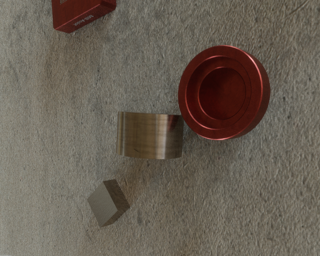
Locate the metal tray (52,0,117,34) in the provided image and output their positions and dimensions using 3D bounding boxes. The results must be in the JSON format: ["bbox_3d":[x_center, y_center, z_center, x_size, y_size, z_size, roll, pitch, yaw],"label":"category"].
[{"bbox_3d":[-0.129,-0.220,0.508,0.130,0.030,0.089,-8,85,39],"label":"metal tray"}]

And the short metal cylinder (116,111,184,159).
[{"bbox_3d":[-0.012,0.007,0.379,0.080,0.081,0.050,6,94,40],"label":"short metal cylinder"}]

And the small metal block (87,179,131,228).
[{"bbox_3d":[-0.079,0.114,0.470,0.050,0.025,0.050,-48,62,29],"label":"small metal block"}]

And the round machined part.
[{"bbox_3d":[0.071,-0.036,0.335,0.098,0.042,0.097,0,90,40],"label":"round machined part"}]
